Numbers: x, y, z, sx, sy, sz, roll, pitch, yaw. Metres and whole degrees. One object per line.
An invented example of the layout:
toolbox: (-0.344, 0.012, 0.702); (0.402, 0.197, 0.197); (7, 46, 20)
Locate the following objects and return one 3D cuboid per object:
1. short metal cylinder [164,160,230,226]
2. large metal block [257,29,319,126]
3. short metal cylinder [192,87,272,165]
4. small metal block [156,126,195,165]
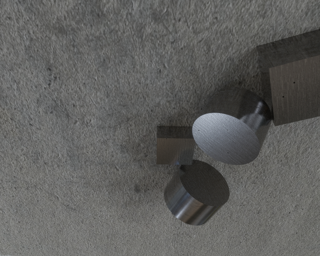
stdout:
short metal cylinder: (0.053, 0.093, 0.451); (0.080, 0.080, 0.050); (19, 128, -15)
large metal block: (0.159, -0.056, 0.345); (0.080, 0.050, 0.080); (-14, 129, 11)
short metal cylinder: (0.086, -0.002, 0.369); (0.080, 0.050, 0.080); (21, 140, 19)
small metal block: (0.021, 0.024, 0.428); (0.050, 0.025, 0.050); (1, 130, -1)
